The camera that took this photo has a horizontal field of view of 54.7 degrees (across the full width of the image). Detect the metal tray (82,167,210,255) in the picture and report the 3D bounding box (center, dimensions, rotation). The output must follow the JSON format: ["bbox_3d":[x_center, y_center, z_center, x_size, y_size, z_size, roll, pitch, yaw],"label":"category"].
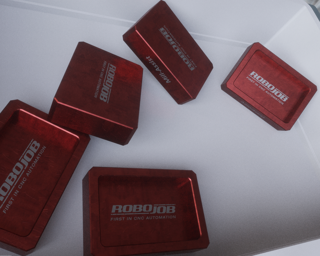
[{"bbox_3d":[-0.015,0.091,0.339,0.131,0.030,0.090,6,59,-26],"label":"metal tray"}]

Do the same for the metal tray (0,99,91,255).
[{"bbox_3d":[-0.136,0.044,0.302,0.090,0.030,0.130,28,52,-11],"label":"metal tray"}]

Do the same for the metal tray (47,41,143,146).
[{"bbox_3d":[-0.070,-0.046,0.373,0.091,0.030,0.130,20,39,-17],"label":"metal tray"}]

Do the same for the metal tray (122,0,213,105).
[{"bbox_3d":[0.017,-0.110,0.454,0.130,0.030,0.090,48,50,-19],"label":"metal tray"}]

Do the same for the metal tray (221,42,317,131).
[{"bbox_3d":[0.179,-0.066,0.511,0.130,0.030,0.090,35,87,-5],"label":"metal tray"}]
